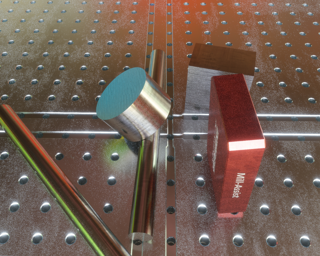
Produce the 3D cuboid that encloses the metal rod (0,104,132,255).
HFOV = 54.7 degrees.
[{"bbox_3d":[-0.115,0.064,0.352,0.025,0.025,0.300,-34,58,-25],"label":"metal rod"}]

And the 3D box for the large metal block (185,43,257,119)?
[{"bbox_3d":[0.081,-0.063,0.425,0.080,0.080,0.050,11,51,9],"label":"large metal block"}]

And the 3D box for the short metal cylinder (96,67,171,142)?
[{"bbox_3d":[-0.033,-0.030,0.391,0.080,0.050,0.080,-26,42,26],"label":"short metal cylinder"}]

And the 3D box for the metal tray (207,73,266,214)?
[{"bbox_3d":[0.072,0.020,0.321,0.030,0.129,0.090,-5,50,2],"label":"metal tray"}]

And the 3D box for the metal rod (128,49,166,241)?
[{"bbox_3d":[-0.011,-0.004,0.410,0.025,0.025,0.300,3,50,2],"label":"metal rod"}]
